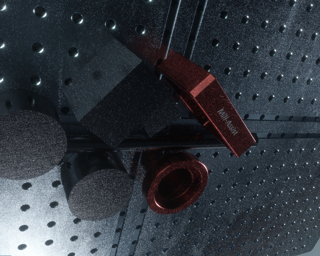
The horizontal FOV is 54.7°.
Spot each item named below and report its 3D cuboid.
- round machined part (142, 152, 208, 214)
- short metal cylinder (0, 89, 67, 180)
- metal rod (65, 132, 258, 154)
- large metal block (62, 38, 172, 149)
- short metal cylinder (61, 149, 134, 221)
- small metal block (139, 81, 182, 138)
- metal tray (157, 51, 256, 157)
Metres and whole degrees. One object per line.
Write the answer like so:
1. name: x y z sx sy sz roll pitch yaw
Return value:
1. round machined part: 0.018 0.076 0.457 0.099 0.042 0.097 -14 124 -21
2. short metal cylinder: -0.142 0.007 0.320 0.081 0.050 0.079 -14 124 -21
3. metal rod: 0.019 0.019 0.433 0.303 0.025 0.025 1 118 -29
4. large metal block: -0.048 -0.039 0.325 0.080 0.080 0.050 -44 130 2
5. short metal cylinder: -0.080 0.070 0.394 0.081 0.050 0.079 -14 124 -21
6. small metal block: -0.007 -0.024 0.392 0.050 0.025 0.050 -34 129 -6
7. metal tray: 0.058 -0.028 0.383 0.030 0.090 0.130 -43 129 1
